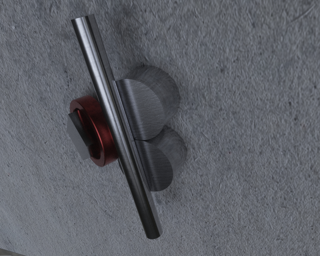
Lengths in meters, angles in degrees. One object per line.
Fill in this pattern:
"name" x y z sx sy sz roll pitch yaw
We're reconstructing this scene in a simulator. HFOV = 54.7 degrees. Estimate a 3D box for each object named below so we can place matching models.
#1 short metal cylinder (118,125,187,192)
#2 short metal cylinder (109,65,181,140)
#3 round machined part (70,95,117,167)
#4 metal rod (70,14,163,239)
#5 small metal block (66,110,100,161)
"short metal cylinder" -0.010 0.039 0.421 0.080 0.050 0.079 13 123 21
"short metal cylinder" -0.021 -0.032 0.384 0.080 0.050 0.079 13 124 21
"round machined part" -0.081 0.001 0.424 0.098 0.042 0.097 40 143 39
"metal rod" -0.044 0.017 0.378 0.025 0.025 0.298 -1 118 29
"small metal block" -0.101 0.009 0.415 0.050 0.025 0.050 57 151 14
